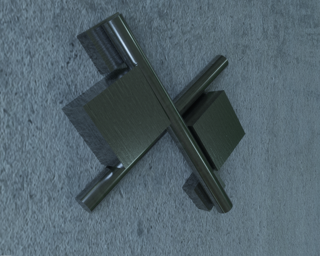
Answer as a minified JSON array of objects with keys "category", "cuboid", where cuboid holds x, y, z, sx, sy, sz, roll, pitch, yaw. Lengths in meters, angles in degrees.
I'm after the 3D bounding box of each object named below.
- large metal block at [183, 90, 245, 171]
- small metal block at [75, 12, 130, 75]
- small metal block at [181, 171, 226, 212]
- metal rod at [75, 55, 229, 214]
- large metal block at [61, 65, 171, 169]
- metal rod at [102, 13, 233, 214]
[{"category":"large metal block","cuboid":[0.069,0.003,0.447,0.080,0.050,0.080,-47,118,-30]},{"category":"small metal block","cuboid":[-0.059,-0.097,0.357,0.050,0.025,0.050,-45,117,-31]},{"category":"small metal block","cuboid":[0.066,0.087,0.462,0.050,0.025,0.050,-51,120,-28]},{"category":"metal rod","cuboid":[0.007,-0.010,0.412,0.301,0.025,0.025,-46,118,-30]},{"category":"large metal block","cuboid":[-0.046,-0.013,0.349,0.080,0.050,0.080,-45,117,-31]},{"category":"metal rod","cuboid":[0.021,0.000,0.390,0.025,0.025,0.299,-47,118,-30]}]
